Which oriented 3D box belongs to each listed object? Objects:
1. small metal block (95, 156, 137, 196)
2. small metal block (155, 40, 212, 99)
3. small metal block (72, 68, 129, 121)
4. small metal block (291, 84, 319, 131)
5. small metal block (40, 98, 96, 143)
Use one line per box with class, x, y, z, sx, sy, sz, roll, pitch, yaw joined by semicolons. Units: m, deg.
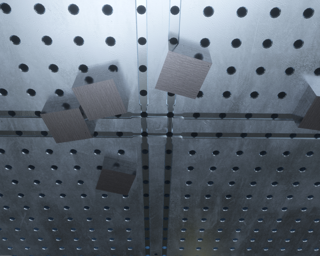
small metal block;-0.067;0.074;0.474;0.050;0.025;0.050;14;129;-12
small metal block;0.025;-0.066;0.356;0.050;0.025;0.050;13;129;-12
small metal block;-0.071;-0.040;0.377;0.050;0.025;0.050;-11;129;9
small metal block;0.205;-0.024;0.393;0.050;0.025;0.050;7;130;-7
small metal block;-0.118;-0.010;0.402;0.050;0.025;0.050;-9;130;7
